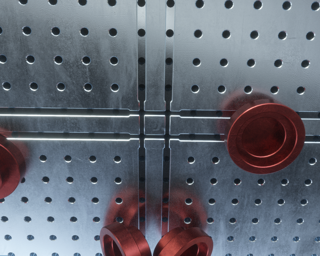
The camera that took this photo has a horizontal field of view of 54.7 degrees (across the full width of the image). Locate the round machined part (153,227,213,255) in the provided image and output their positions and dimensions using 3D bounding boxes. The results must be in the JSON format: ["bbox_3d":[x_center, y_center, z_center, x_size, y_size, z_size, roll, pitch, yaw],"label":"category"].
[{"bbox_3d":[0.029,0.187,0.457,0.099,0.042,0.097,-21,127,-31],"label":"round machined part"}]

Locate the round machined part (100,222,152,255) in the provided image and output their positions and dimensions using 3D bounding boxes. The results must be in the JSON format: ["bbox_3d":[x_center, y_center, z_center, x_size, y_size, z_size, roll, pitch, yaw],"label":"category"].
[{"bbox_3d":[-0.047,0.183,0.452,0.042,0.098,0.097,-16,114,-33],"label":"round machined part"}]

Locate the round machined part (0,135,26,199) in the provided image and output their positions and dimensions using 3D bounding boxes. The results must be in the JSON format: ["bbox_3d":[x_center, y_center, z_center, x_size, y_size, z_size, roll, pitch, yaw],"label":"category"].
[{"bbox_3d":[-0.242,0.058,0.422,0.099,0.042,0.097,0,110,-1],"label":"round machined part"}]

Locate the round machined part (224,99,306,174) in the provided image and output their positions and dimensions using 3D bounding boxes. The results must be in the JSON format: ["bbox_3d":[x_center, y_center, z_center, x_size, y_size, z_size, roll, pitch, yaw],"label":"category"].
[{"bbox_3d":[0.134,0.009,0.410,0.099,0.042,0.097,0,110,-1],"label":"round machined part"}]
